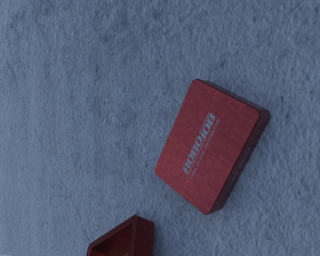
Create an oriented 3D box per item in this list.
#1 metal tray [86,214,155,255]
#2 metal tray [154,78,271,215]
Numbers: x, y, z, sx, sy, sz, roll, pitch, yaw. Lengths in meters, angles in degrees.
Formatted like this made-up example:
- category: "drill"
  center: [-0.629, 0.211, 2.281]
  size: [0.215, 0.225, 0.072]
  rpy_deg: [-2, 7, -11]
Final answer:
- category: "metal tray"
  center: [-0.061, 0.183, 0.414]
  size: [0.129, 0.030, 0.090]
  rpy_deg: [-41, 30, 35]
- category: "metal tray"
  center: [0.055, 0.020, 0.355]
  size: [0.090, 0.030, 0.129]
  rpy_deg: [35, 111, 34]
